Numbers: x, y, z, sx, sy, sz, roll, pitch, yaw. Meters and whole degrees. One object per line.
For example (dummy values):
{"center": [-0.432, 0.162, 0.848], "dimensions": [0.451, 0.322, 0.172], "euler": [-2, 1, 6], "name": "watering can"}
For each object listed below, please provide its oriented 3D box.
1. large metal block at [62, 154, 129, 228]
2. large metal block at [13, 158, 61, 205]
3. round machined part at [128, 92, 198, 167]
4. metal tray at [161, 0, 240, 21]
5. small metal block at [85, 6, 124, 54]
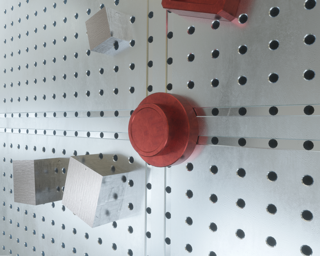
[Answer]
{"center": [-0.101, 0.093, 0.477], "dimensions": [0.080, 0.050, 0.079], "euler": [22, 104, 38], "name": "large metal block"}
{"center": [-0.234, 0.099, 0.587], "dimensions": [0.080, 0.050, 0.080], "euler": [-6, 86, 40], "name": "large metal block"}
{"center": [-0.003, 0.002, 0.401], "dimensions": [0.098, 0.042, 0.097], "euler": [0, 90, 40], "name": "round machined part"}
{"center": [0.058, -0.197, 0.357], "dimensions": [0.090, 0.030, 0.129], "euler": [24, 105, 37], "name": "metal tray"}
{"center": [-0.087, -0.151, 0.481], "dimensions": [0.050, 0.025, 0.050], "euler": [-20, 78, 38], "name": "small metal block"}
